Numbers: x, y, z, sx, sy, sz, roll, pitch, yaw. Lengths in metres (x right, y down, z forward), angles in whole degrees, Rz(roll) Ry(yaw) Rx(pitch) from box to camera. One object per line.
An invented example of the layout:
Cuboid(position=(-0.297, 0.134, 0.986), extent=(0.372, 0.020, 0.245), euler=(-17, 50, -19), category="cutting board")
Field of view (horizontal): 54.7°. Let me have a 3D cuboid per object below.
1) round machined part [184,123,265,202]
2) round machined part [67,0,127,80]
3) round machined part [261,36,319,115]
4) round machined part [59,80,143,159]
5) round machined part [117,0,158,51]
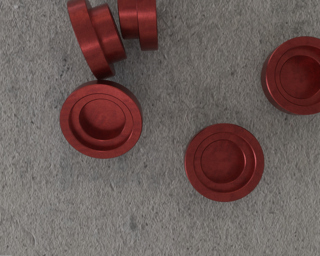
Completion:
Cuboid(position=(0.080, 0.043, 0.402), extent=(0.099, 0.042, 0.097), euler=(0, 90, 0), category="round machined part")
Cuboid(position=(-0.070, -0.110, 0.373), extent=(0.042, 0.098, 0.098), euler=(-19, 90, 0), category="round machined part")
Cuboid(position=(0.180, -0.065, 0.403), extent=(0.099, 0.042, 0.097), euler=(0, 90, 0), category="round machined part")
Cuboid(position=(-0.071, -0.014, 0.389), extent=(0.099, 0.042, 0.097), euler=(-1, 114, -1), category="round machined part")
Cuboid(position=(-0.026, -0.143, 0.373), extent=(0.042, 0.098, 0.097), euler=(-3, 90, 0), category="round machined part")
